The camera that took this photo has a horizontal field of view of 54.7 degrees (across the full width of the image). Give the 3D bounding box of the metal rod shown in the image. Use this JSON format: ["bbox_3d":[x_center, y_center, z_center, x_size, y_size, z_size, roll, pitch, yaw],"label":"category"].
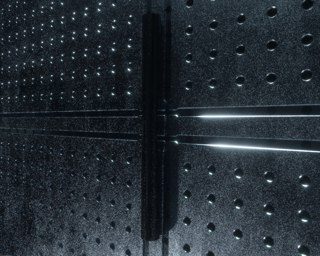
[{"bbox_3d":[-0.012,-0.001,0.417,0.025,0.025,0.298,1,90,39],"label":"metal rod"}]
